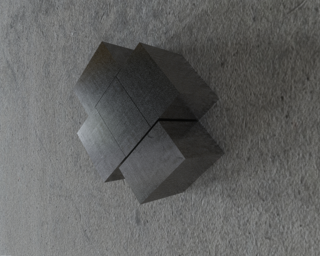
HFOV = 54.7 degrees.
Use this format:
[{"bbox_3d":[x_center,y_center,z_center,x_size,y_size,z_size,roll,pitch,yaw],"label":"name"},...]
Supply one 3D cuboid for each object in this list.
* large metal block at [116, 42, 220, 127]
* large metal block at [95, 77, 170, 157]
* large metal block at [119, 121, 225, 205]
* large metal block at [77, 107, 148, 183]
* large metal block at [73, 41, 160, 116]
[{"bbox_3d":[0.010,-0.047,0.361,0.050,0.081,0.080,-50,61,28],"label":"large metal block"},{"bbox_3d":[-0.019,-0.014,0.385,0.050,0.081,0.080,-50,61,28],"label":"large metal block"},{"bbox_3d":[0.014,0.038,0.358,0.080,0.081,0.050,-49,61,28],"label":"large metal block"},{"bbox_3d":[-0.048,0.020,0.409,0.050,0.081,0.080,-50,61,28],"label":"large metal block"},{"bbox_3d":[-0.055,-0.060,0.414,0.080,0.081,0.050,-49,61,28],"label":"large metal block"}]
